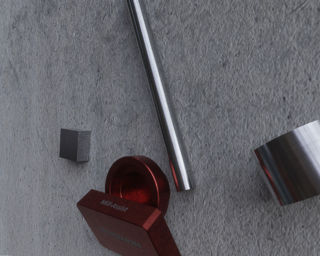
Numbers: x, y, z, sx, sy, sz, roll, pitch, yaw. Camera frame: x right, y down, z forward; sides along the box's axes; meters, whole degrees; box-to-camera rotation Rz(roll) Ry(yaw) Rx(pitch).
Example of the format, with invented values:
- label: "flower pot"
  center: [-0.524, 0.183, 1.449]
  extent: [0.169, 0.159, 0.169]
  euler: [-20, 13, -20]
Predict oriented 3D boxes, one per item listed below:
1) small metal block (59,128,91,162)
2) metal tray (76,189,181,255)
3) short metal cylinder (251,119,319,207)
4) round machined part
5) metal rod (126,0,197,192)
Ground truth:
- label: "small metal block"
  center: [-0.144, 0.027, 0.524]
  extent: [0.050, 0.025, 0.050]
  euler: [6, 94, 39]
- label: "metal tray"
  center: [-0.043, 0.134, 0.408]
  extent: [0.130, 0.030, 0.090]
  euler: [4, 126, 40]
- label: "short metal cylinder"
  center: [0.127, 0.029, 0.265]
  extent: [0.080, 0.081, 0.050]
  euler: [-34, 69, 35]
- label: "round machined part"
  center: [-0.026, 0.085, 0.415]
  extent: [0.098, 0.042, 0.097]
  euler: [0, 90, 40]
- label: "metal rod"
  center: [-0.005, -0.066, 0.408]
  extent: [0.025, 0.025, 0.299]
  euler: [-24, 75, 37]
